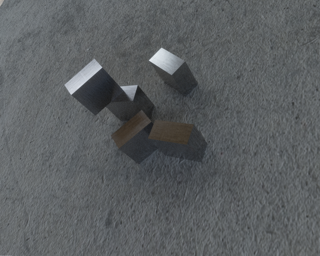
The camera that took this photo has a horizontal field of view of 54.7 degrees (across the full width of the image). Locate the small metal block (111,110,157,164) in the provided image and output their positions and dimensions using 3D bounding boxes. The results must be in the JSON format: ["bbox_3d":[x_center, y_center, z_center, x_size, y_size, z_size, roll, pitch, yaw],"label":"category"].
[{"bbox_3d":[-0.025,0.013,0.393,0.050,0.050,0.025,-40,51,1],"label":"small metal block"}]

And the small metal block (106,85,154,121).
[{"bbox_3d":[-0.044,-0.033,0.431,0.050,0.050,0.025,-1,62,28],"label":"small metal block"}]

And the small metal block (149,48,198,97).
[{"bbox_3d":[0.019,-0.076,0.425,0.025,0.050,0.050,-47,51,-4],"label":"small metal block"}]

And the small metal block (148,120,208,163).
[{"bbox_3d":[0.022,0.016,0.367,0.050,0.050,0.025,8,66,31],"label":"small metal block"}]

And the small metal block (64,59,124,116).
[{"bbox_3d":[-0.084,-0.052,0.399,0.050,0.050,0.025,-42,51,0],"label":"small metal block"}]
